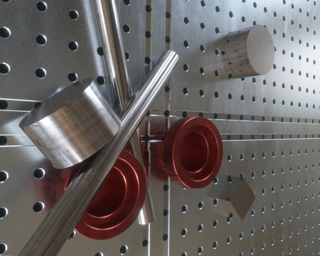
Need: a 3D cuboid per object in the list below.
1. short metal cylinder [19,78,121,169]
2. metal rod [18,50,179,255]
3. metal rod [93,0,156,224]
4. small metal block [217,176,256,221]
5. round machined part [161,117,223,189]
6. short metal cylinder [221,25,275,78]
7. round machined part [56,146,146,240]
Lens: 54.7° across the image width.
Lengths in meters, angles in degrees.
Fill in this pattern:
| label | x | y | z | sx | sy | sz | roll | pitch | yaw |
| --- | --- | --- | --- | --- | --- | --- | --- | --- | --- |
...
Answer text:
| label | x | y | z | sx | sy | sz | roll | pitch | yaw |
| --- | --- | --- | --- | --- | --- | --- | --- | --- | --- |
| short metal cylinder | -0.085 | -0.006 | 0.302 | 0.080 | 0.080 | 0.050 | -46 | 118 | -30 |
| metal rod | -0.043 | 0.008 | 0.322 | 0.025 | 0.025 | 0.301 | 53 | 45 | -27 |
| metal rod | -0.044 | -0.029 | 0.372 | 0.025 | 0.025 | 0.298 | -17 | 101 | -39 |
| small metal block | 0.129 | 0.117 | 0.517 | 0.050 | 0.025 | 0.050 | -49 | 119 | -29 |
| round machined part | 0.040 | 0.033 | 0.432 | 0.099 | 0.042 | 0.097 | 0 | 90 | -40 |
| short metal cylinder | 0.146 | -0.125 | 0.515 | 0.081 | 0.050 | 0.080 | 0 | 91 | -40 |
| round machined part | -0.067 | 0.068 | 0.342 | 0.099 | 0.042 | 0.097 | 0 | 90 | -39 |
